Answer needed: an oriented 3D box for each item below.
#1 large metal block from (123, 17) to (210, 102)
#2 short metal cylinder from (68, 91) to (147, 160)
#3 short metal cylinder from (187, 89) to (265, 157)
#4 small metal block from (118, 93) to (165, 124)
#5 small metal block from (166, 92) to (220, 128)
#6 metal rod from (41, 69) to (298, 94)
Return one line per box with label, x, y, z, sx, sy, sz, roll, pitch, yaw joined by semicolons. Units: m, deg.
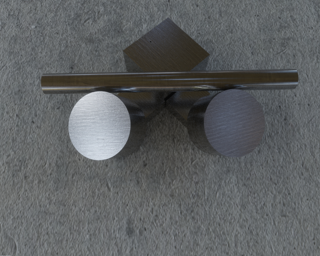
large metal block;0.008;-0.090;0.427;0.080;0.050;0.080;-40;75;-13
short metal cylinder;-0.063;-0.002;0.381;0.080;0.050;0.080;-1;87;18
short metal cylinder;0.080;-0.005;0.384;0.081;0.050;0.080;0;89;-18
small metal block;-0.029;-0.032;0.421;0.050;0.025;0.050;-41;75;-15
small metal block;0.044;-0.031;0.420;0.050;0.025;0.050;-42;75;-14
metal rod;0.012;-0.056;0.375;0.302;0.025;0.025;-1;70;-1
